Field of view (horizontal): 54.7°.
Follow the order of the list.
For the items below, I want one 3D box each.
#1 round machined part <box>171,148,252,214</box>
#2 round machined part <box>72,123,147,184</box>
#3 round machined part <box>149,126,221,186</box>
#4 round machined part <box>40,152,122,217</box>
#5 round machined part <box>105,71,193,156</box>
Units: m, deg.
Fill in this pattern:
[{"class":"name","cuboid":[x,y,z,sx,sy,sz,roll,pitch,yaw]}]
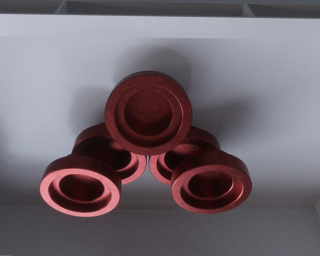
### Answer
[{"class":"round machined part","cuboid":[0.063,0.064,0.397,0.099,0.042,0.097,0,130,0]},{"class":"round machined part","cuboid":[-0.067,0.031,0.422,0.099,0.042,0.097,0,130,0]},{"class":"round machined part","cuboid":[0.034,0.035,0.426,0.099,0.042,0.097,0,130,0]},{"class":"round machined part","cuboid":[-0.098,0.069,0.399,0.099,0.042,0.097,0,130,0]},{"class":"round machined part","cuboid":[-0.013,-0.020,0.366,0.099,0.042,0.097,-1,112,-1]}]
